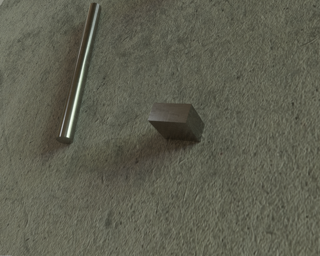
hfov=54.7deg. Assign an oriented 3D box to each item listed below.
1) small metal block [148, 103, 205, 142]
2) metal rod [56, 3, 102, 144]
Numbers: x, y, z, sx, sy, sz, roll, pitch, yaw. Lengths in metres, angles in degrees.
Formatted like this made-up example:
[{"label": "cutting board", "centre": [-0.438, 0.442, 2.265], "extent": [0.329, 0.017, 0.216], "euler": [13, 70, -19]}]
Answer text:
[{"label": "small metal block", "centre": [0.021, -0.007, 0.381], "extent": [0.050, 0.050, 0.025], "euler": [4, 64, 30]}, {"label": "metal rod", "centre": [-0.136, -0.111, 0.543], "extent": [0.025, 0.025, 0.299], "euler": [-11, 57, 22]}]
